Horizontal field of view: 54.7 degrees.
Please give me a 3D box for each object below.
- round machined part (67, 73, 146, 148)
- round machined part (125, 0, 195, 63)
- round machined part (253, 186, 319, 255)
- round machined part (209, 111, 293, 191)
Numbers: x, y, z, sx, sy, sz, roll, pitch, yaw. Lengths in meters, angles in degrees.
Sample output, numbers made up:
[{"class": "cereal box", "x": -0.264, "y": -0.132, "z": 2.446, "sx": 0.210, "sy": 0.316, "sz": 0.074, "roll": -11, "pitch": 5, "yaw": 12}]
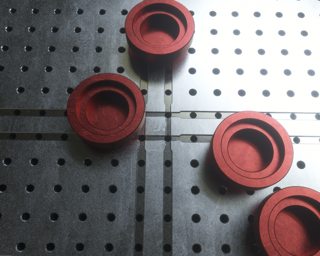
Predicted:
[{"class": "round machined part", "x": -0.068, "y": -0.020, "z": 0.409, "sx": 0.099, "sy": 0.042, "sz": 0.098, "roll": 0, "pitch": 70, "yaw": -1}, {"class": "round machined part", "x": 0.000, "y": -0.137, "z": 0.453, "sx": 0.099, "sy": 0.042, "sz": 0.098, "roll": 0, "pitch": 70, "yaw": -1}, {"class": "round machined part", "x": 0.158, "y": 0.120, "z": 0.361, "sx": 0.099, "sy": 0.042, "sz": 0.098, "roll": 0, "pitch": 70, "yaw": -1}, {"class": "round machined part", "x": 0.112, "y": 0.031, "z": 0.393, "sx": 0.099, "sy": 0.042, "sz": 0.098, "roll": 0, "pitch": 70, "yaw": -1}]
